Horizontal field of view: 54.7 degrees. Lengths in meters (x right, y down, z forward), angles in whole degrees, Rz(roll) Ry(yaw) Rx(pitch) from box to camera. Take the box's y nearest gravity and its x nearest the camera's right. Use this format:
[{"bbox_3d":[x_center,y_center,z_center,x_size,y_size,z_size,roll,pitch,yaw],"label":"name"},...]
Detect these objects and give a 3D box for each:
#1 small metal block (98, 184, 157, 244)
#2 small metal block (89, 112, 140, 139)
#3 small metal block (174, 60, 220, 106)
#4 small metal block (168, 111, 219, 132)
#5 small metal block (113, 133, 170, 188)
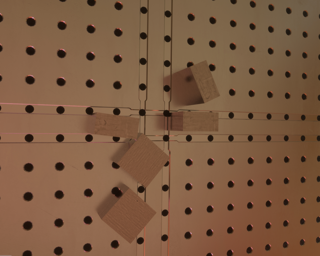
[{"bbox_3d":[-0.042,0.110,0.398,0.050,0.025,0.050,46,76,-15],"label":"small metal block"},{"bbox_3d":[-0.058,-0.002,0.379,0.050,0.050,0.025,8,88,-20],"label":"small metal block"},{"bbox_3d":[0.049,-0.059,0.419,0.025,0.050,0.050,-26,99,-18],"label":"small metal block"},{"bbox_3d":[0.044,-0.008,0.417,0.050,0.050,0.025,1,90,-20],"label":"small metal block"},{"bbox_3d":[-0.024,0.041,0.405,0.050,0.025,0.050,43,76,-15],"label":"small metal block"}]
